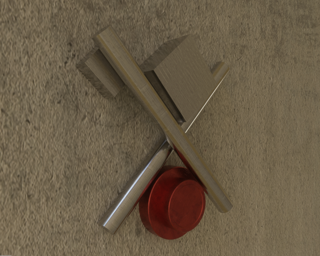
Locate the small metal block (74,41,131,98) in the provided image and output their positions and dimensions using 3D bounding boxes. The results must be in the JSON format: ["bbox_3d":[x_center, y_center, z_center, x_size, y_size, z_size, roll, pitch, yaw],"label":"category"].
[{"bbox_3d":[-0.060,-0.070,0.358,0.050,0.025,0.050,51,60,-28],"label":"small metal block"}]

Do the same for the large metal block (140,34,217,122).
[{"bbox_3d":[0.020,-0.064,0.410,0.080,0.050,0.080,-49,120,-29],"label":"large metal block"}]

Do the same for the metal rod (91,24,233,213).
[{"bbox_3d":[0.017,0.007,0.390,0.025,0.025,0.300,-51,120,-28],"label":"metal rod"}]

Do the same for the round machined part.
[{"bbox_3d":[0.024,0.101,0.417,0.099,0.042,0.097,0,90,-40],"label":"round machined part"}]

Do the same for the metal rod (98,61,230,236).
[{"bbox_3d":[0.019,0.011,0.426,0.025,0.025,0.301,53,59,-28],"label":"metal rod"}]
